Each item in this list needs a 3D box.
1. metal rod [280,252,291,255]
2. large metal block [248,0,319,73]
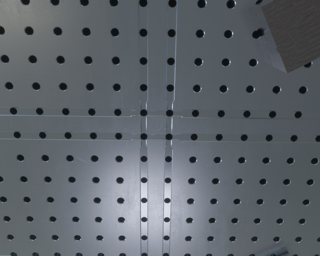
[{"bbox_3d":[0.080,0.279,0.516,0.301,0.025,0.025,-28,108,9],"label":"metal rod"},{"bbox_3d":[0.161,-0.121,0.357,0.080,0.050,0.080,-27,108,9],"label":"large metal block"}]
